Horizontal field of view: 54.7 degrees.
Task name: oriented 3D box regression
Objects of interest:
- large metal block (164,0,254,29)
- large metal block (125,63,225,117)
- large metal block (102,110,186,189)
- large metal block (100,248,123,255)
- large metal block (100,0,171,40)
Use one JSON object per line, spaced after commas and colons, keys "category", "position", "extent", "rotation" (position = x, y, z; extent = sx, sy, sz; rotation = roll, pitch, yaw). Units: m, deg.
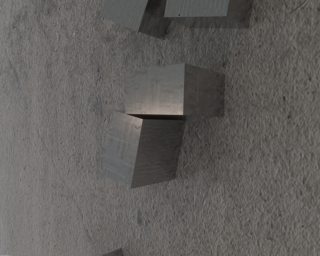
{"category": "large metal block", "position": [0.057, -0.157, 0.341], "extent": [0.080, 0.050, 0.079], "rotation": [16, 100, 39]}
{"category": "large metal block", "position": [0.018, -0.039, 0.354], "extent": [0.080, 0.081, 0.050], "rotation": [3, 92, 40]}
{"category": "large metal block", "position": [-0.018, 0.023, 0.384], "extent": [0.050, 0.081, 0.079], "rotation": [17, 101, 39]}
{"category": "large metal block", "position": [-0.103, 0.222, 0.455], "extent": [0.080, 0.081, 0.050], "rotation": [-34, 69, 35]}
{"category": "large metal block", "position": [-0.025, -0.171, 0.409], "extent": [0.080, 0.050, 0.079], "rotation": [33, 110, 35]}
